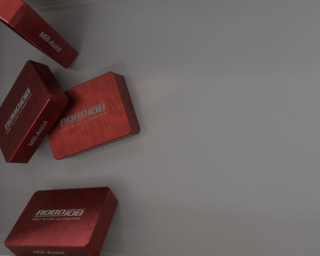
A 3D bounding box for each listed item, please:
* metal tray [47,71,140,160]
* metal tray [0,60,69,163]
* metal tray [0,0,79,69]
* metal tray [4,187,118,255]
[{"bbox_3d":[-0.102,-0.015,0.444,0.130,0.030,0.090,-20,84,18],"label":"metal tray"},{"bbox_3d":[-0.195,-0.022,0.456,0.129,0.030,0.090,-50,57,19],"label":"metal tray"},{"bbox_3d":[-0.177,-0.136,0.415,0.090,0.130,0.030,34,87,16],"label":"metal tray"},{"bbox_3d":[-0.132,0.127,0.423,0.130,0.090,0.030,-7,128,19],"label":"metal tray"}]
